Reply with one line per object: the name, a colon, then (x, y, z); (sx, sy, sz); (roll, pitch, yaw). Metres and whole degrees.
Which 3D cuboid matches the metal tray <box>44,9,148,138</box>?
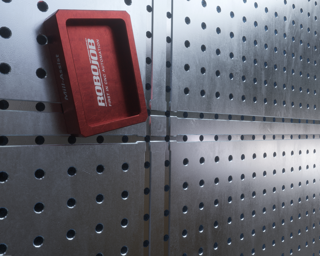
metal tray: (-0.067, -0.062, 0.348); (0.091, 0.030, 0.129); (-16, 101, -39)
